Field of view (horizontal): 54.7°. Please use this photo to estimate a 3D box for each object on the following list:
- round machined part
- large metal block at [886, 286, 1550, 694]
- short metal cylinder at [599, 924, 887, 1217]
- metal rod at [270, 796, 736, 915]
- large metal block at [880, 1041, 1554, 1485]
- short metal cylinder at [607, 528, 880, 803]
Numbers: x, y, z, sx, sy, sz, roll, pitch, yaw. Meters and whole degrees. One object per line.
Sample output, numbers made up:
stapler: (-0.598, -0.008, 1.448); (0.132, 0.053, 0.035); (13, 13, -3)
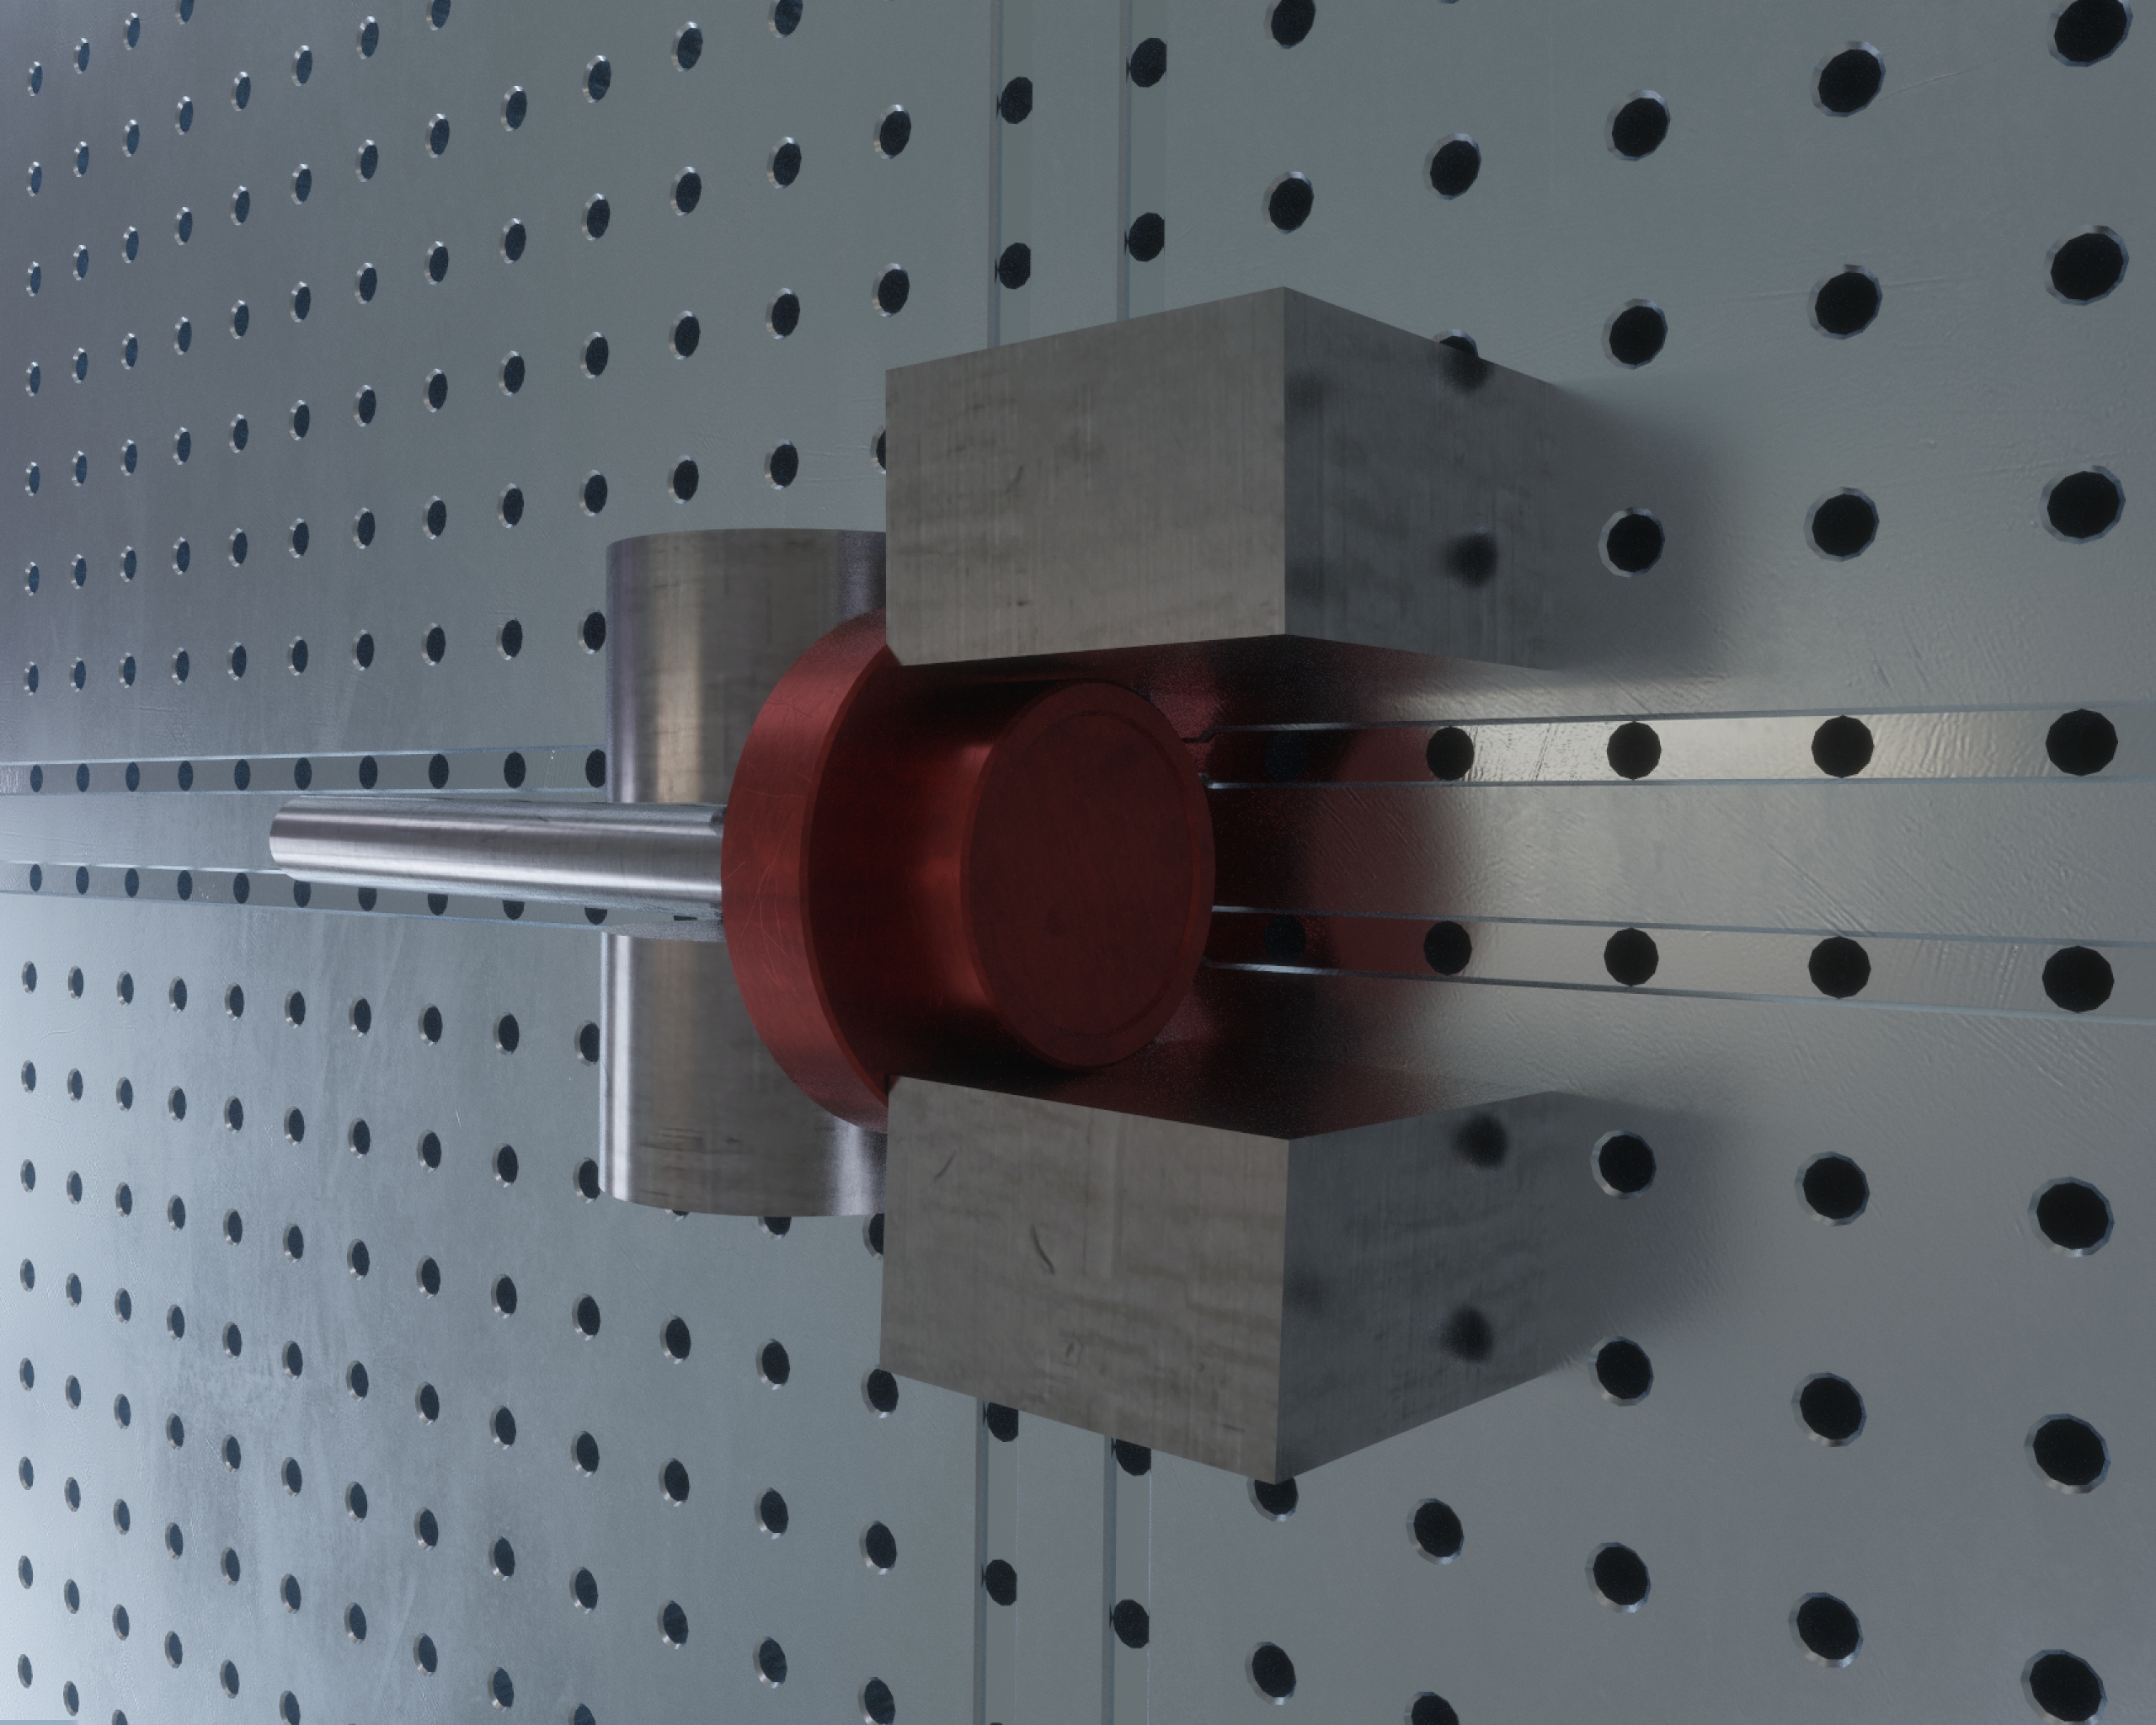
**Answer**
round machined part: (-0.012, 0.002, 0.371); (0.042, 0.099, 0.097); (1, 91, 40)
large metal block: (0.025, -0.058, 0.354); (0.080, 0.081, 0.050); (0, 90, 40)
short metal cylinder: (-0.054, 0.038, 0.418); (0.080, 0.081, 0.050); (2, 92, 40)
metal rod: (-0.107, -0.001, 0.483); (0.300, 0.025, 0.025); (3, 92, 44)
large metal block: (0.024, 0.062, 0.354); (0.080, 0.081, 0.050); (4, 93, 40)
short metal cylinder: (-0.053, -0.037, 0.418); (0.080, 0.081, 0.050); (1, 91, 40)
